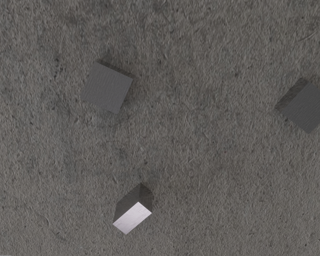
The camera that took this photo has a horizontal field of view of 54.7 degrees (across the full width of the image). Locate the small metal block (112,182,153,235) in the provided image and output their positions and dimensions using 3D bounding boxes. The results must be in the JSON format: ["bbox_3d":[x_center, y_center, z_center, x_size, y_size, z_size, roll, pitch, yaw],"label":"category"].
[{"bbox_3d":[-0.037,0.112,0.437,0.050,0.050,0.025,-43,105,14],"label":"small metal block"}]

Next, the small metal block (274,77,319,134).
[{"bbox_3d":[0.187,-0.029,0.401,0.050,0.025,0.050,35,106,-12],"label":"small metal block"}]

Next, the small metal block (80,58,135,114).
[{"bbox_3d":[-0.066,-0.052,0.390,0.050,0.025,0.050,24,108,-9],"label":"small metal block"}]
